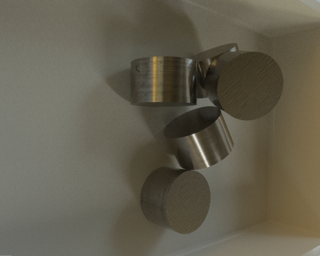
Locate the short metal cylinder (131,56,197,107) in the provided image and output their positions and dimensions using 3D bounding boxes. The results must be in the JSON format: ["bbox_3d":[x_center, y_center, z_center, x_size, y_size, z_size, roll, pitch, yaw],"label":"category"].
[{"bbox_3d":[0.005,-0.053,0.377,0.081,0.080,0.050,0,90,-40],"label":"short metal cylinder"}]

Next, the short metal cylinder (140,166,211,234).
[{"bbox_3d":[0.021,0.093,0.411,0.081,0.050,0.079,0,90,-40],"label":"short metal cylinder"}]

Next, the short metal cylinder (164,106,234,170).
[{"bbox_3d":[0.052,0.012,0.417,0.080,0.080,0.050,-40,115,-33],"label":"short metal cylinder"}]

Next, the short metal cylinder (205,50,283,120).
[{"bbox_3d":[0.101,-0.054,0.381,0.081,0.050,0.079,-3,106,-8],"label":"short metal cylinder"}]

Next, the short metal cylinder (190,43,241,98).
[{"bbox_3d":[0.076,-0.081,0.437,0.081,0.080,0.050,-35,112,-35],"label":"short metal cylinder"}]
